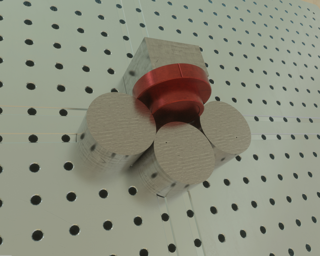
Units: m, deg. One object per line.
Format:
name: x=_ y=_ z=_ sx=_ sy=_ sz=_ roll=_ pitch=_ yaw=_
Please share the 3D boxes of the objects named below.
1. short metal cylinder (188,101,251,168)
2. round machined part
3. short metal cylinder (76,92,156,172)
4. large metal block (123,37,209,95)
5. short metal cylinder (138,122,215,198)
short metal cylinder: x=0.077 y=0.009 z=0.428 sx=0.081 sy=0.050 sz=0.080 roll=14 pitch=56 yaw=-21
round machined part: x=0.017 y=-0.034 z=0.389 sx=0.099 sy=0.097 sz=0.042 roll=2 pitch=61 yaw=-28
short metal cylinder: x=-0.051 y=0.005 z=0.362 sx=0.081 sy=0.050 sz=0.080 roll=14 pitch=56 yaw=-21
large metal block: x=0.005 y=-0.071 z=0.418 sx=0.081 sy=0.080 sz=0.050 roll=1 pitch=62 yaw=-28
short metal cylinder: x=0.019 y=0.039 z=0.379 sx=0.081 sy=0.050 sz=0.080 roll=14 pitch=56 yaw=-21
